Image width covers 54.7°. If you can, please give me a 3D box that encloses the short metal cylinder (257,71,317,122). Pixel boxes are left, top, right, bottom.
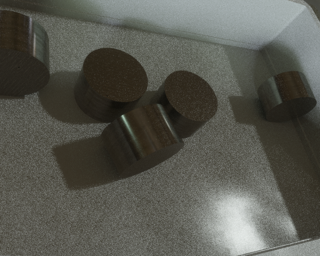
[{"bbox_3d":[0.210,-0.050,0.517,0.081,0.080,0.050,5,60,-26],"label":"short metal cylinder"}]

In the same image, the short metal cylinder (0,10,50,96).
[{"bbox_3d":[-0.161,-0.077,0.331,0.081,0.080,0.050,3,61,-27],"label":"short metal cylinder"}]

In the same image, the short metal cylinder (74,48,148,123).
[{"bbox_3d":[-0.062,-0.053,0.390,0.081,0.050,0.080,14,56,-21],"label":"short metal cylinder"}]

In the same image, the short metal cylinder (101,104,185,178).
[{"bbox_3d":[-0.019,0.015,0.352,0.081,0.080,0.050,-17,71,-35],"label":"short metal cylinder"}]

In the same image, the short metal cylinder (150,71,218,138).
[{"bbox_3d":[0.032,-0.032,0.428,0.081,0.050,0.080,14,56,-21],"label":"short metal cylinder"}]
